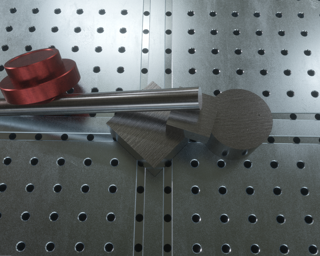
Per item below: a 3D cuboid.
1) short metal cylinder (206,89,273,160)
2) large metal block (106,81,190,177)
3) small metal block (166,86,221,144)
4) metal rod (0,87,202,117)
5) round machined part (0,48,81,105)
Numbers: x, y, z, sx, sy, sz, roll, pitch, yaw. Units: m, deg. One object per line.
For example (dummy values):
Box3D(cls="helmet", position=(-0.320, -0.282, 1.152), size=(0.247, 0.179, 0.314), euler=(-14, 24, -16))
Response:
Box3D(cls="short metal cylinder", position=(0.097, -0.004, 0.401), size=(0.081, 0.050, 0.080), euler=(0, 70, 0))
Box3D(cls="large metal block", position=(-0.008, 0.001, 0.395), size=(0.080, 0.050, 0.080), euler=(42, 75, 13))
Box3D(cls="small metal block", position=(0.039, -0.015, 0.362), size=(0.050, 0.025, 0.050), euler=(18, 71, 6))
Box3D(cls="metal rod", position=(-0.101, -0.029, 0.375), size=(0.301, 0.025, 0.025), euler=(-1, 69, 17))
Box3D(cls="round machined part", position=(-0.157, -0.072, 0.398), size=(0.099, 0.042, 0.098), euler=(-9, 31, 6))
